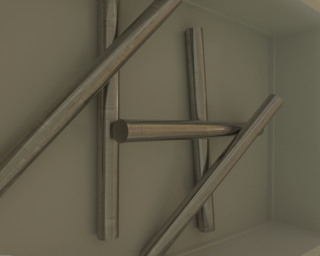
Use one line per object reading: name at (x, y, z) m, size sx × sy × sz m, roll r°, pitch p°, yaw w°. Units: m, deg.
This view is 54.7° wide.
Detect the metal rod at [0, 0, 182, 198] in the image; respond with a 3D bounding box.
metal rod at (-0.073, -0.046, 0.321) m, size 0.301 × 0.025 × 0.025 m, roll -51°, pitch 121°, yaw -19°

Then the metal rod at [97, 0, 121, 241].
metal rod at (-0.059, -0.023, 0.358) m, size 0.025 × 0.025 × 0.298 m, roll 1°, pitch 90°, yaw -40°

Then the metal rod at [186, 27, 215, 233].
metal rod at (0.060, 0.005, 0.459) m, size 0.025 × 0.025 × 0.298 m, roll -7°, pitch 95°, yaw -40°

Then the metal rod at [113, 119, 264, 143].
metal rod at (0.064, 0.002, 0.425) m, size 0.302 × 0.025 × 0.025 m, roll 0°, pitch 91°, yaw -46°

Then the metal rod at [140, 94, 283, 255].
metal rod at (0.082, 0.063, 0.438) m, size 0.301 × 0.025 × 0.025 m, roll -47°, pitch 119°, yaw -16°
